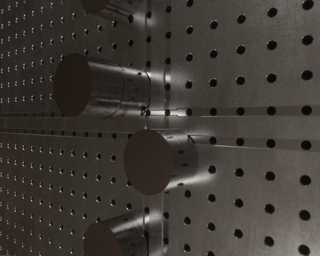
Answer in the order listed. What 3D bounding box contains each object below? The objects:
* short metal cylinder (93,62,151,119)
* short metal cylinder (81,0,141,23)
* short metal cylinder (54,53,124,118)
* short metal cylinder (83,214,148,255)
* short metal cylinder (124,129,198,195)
[{"bbox_3d":[-0.060,-0.052,0.440,0.080,0.050,0.079,0,90,39],"label":"short metal cylinder"},{"bbox_3d":[-0.071,-0.200,0.450,0.080,0.050,0.079,0,90,39],"label":"short metal cylinder"},{"bbox_3d":[-0.093,-0.053,0.403,0.080,0.050,0.079,0,90,39],"label":"short metal cylinder"},{"bbox_3d":[-0.064,0.170,0.444,0.080,0.050,0.079,0,90,39],"label":"short metal cylinder"},{"bbox_3d":[0.000,0.041,0.391,0.080,0.050,0.079,0,90,39],"label":"short metal cylinder"}]
